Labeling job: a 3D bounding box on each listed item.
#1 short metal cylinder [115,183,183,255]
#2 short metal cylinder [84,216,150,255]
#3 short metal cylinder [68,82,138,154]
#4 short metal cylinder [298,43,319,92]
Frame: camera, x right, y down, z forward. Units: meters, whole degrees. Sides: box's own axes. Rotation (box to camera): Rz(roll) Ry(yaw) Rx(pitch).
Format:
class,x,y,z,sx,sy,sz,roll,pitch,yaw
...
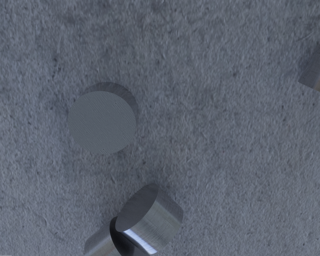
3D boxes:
class,x,y,z,sx,sy,sz,roll,pitch,yaw
short metal cylinder,-0.015,0.123,0.426,0.080,0.080,0.050,-41,106,13
short metal cylinder,-0.060,0.176,0.445,0.050,0.080,0.080,-41,105,13
short metal cylinder,-0.069,-0.014,0.390,0.081,0.050,0.079,0,110,-1
short metal cylinder,0.212,-0.060,0.362,0.080,0.080,0.050,21,109,-8
